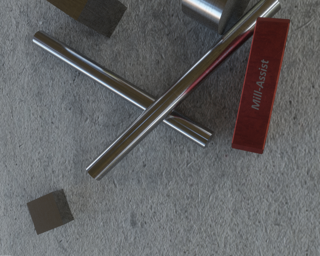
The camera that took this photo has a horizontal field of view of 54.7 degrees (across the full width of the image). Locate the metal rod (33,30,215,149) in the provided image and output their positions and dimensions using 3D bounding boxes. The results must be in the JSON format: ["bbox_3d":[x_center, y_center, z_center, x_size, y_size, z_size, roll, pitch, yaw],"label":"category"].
[{"bbox_3d":[-0.061,-0.061,0.429,0.300,0.025,0.025,32,100,16],"label":"metal rod"}]

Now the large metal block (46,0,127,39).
[{"bbox_3d":[-0.104,-0.172,0.415,0.080,0.080,0.050,36,102,16],"label":"large metal block"}]

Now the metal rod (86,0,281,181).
[{"bbox_3d":[0.024,-0.045,0.377,0.300,0.025,0.025,-43,77,6],"label":"metal rod"}]

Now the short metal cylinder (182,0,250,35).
[{"bbox_3d":[0.069,-0.155,0.355,0.050,0.080,0.080,36,101,16],"label":"short metal cylinder"}]

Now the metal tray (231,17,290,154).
[{"bbox_3d":[0.110,-0.041,0.335,0.030,0.090,0.129,12,94,19],"label":"metal tray"}]

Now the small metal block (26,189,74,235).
[{"bbox_3d":[-0.165,0.126,0.465,0.050,0.025,0.050,-25,82,18],"label":"small metal block"}]
